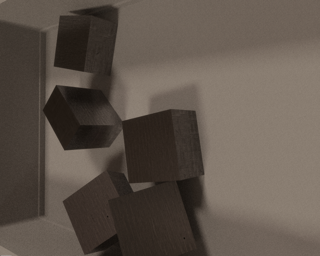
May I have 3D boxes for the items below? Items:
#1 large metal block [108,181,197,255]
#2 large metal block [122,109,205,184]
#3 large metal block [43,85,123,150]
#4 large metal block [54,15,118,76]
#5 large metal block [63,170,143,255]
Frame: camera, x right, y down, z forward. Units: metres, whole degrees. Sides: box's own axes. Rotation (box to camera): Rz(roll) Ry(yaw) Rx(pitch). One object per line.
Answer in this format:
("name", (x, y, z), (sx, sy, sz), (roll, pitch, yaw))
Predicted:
("large metal block", (-0.012, 0.113, 0.368), (0.050, 0.081, 0.080), (125, 129, -73))
("large metal block", (0.003, 0.024, 0.387), (0.080, 0.050, 0.080), (-12, 83, 39))
("large metal block", (-0.113, -0.015, 0.462), (0.050, 0.081, 0.080), (-52, 60, 27))
("large metal block", (-0.117, -0.129, 0.484), (0.080, 0.050, 0.079), (16, 100, 38))
("large metal block", (-0.076, 0.117, 0.434), (0.080, 0.050, 0.080), (-36, 66, 10))
